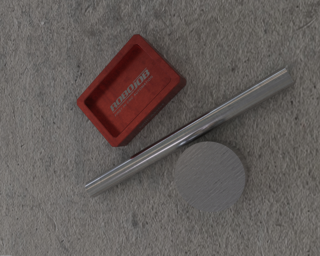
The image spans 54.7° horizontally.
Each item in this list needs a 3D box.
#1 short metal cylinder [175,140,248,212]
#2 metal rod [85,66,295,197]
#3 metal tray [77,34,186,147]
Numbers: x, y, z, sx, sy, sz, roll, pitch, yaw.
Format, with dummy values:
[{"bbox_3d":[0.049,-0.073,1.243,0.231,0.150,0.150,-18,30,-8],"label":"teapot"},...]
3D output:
[{"bbox_3d":[0.064,0.055,0.373,0.080,0.050,0.080,0,90,20],"label":"short metal cylinder"},{"bbox_3d":[0.025,0.014,0.400,0.300,0.025,0.025,-31,80,17],"label":"metal rod"},{"bbox_3d":[-0.041,-0.048,0.420,0.130,0.030,0.090,-45,76,14],"label":"metal tray"}]
